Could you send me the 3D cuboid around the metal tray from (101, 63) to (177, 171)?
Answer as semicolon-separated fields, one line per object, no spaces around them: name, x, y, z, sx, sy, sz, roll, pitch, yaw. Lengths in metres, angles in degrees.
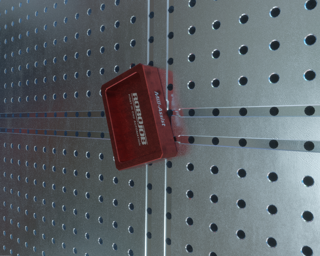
metal tray;-0.033;-0.013;0.434;0.090;0.030;0.129;-21;77;38
